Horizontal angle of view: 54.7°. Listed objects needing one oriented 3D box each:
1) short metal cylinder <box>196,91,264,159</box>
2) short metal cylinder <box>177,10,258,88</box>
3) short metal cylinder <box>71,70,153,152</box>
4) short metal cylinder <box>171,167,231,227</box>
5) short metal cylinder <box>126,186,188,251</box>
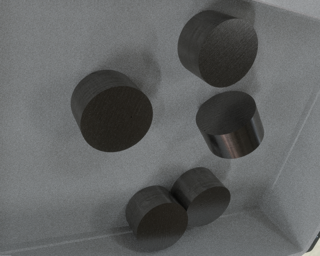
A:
[{"bbox_3d":[0.095,-0.005,0.422,0.080,0.080,0.050,-36,129,-5],"label":"short metal cylinder"},{"bbox_3d":[0.068,-0.095,0.371,0.081,0.050,0.079,-14,124,-21],"label":"short metal cylinder"},{"bbox_3d":[-0.055,-0.020,0.350,0.081,0.050,0.079,-14,124,-21],"label":"short metal cylinder"},{"bbox_3d":[0.065,0.110,0.495,0.081,0.050,0.079,-14,124,-21],"label":"short metal cylinder"},{"bbox_3d":[-0.005,0.134,0.464,0.081,0.050,0.079,-9,112,-22],"label":"short metal cylinder"}]
